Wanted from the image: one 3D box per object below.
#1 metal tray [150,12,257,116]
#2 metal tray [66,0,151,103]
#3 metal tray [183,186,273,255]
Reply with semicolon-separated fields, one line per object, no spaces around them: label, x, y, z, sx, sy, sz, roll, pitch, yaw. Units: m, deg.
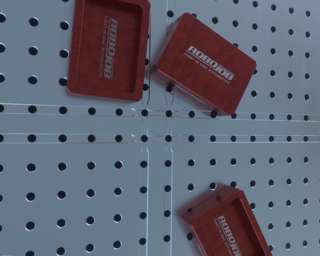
metal tray;0.063;-0.085;0.433;0.131;0.030;0.090;30;80;-18
metal tray;-0.064;-0.101;0.385;0.091;0.030;0.129;6;88;-20
metal tray;0.100;0.161;0.446;0.091;0.030;0.130;-29;100;-18
